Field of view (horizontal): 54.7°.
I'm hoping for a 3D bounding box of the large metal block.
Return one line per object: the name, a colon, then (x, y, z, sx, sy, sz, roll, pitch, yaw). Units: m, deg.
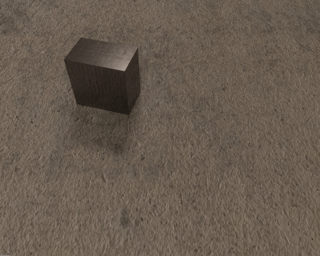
large metal block: (-0.074, -0.070, 0.425, 0.080, 0.080, 0.050, 12, 51, 10)
